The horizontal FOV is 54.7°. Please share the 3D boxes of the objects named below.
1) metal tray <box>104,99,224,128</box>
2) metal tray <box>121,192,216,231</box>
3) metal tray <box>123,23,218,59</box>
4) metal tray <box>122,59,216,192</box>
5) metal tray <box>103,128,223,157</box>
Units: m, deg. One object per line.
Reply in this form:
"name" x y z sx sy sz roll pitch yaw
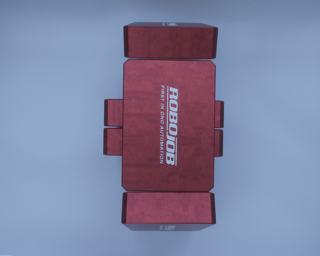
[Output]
"metal tray" 0.005 -0.016 0.378 0.131 0.090 0.030 1 90 0
"metal tray" 0.008 0.099 0.356 0.091 0.130 0.030 0 69 -1
"metal tray" 0.010 -0.104 0.357 0.091 0.130 0.030 1 111 0
"metal tray" 0.008 -0.002 0.317 0.091 0.030 0.129 1 90 -1
"metal tray" 0.004 0.015 0.378 0.131 0.090 0.030 1 90 0
